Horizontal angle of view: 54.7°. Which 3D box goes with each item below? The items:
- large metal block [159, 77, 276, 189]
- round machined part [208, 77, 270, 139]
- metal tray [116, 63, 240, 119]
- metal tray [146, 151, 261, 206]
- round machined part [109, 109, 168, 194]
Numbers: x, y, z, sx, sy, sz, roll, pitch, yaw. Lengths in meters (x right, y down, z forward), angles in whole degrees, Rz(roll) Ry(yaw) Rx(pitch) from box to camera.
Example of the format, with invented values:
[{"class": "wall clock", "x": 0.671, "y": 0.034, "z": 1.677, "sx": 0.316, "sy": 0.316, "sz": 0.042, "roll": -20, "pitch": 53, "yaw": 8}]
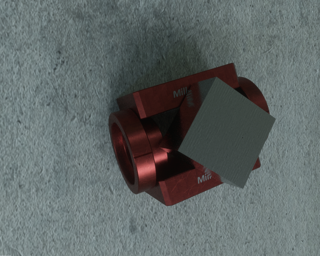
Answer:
[{"class": "large metal block", "x": 0.059, "y": 0.005, "z": 0.322, "sx": 0.080, "sy": 0.050, "sz": 0.080, "roll": 31, "pitch": 80, "yaw": -18}, {"class": "round machined part", "x": 0.095, "y": -0.015, "z": 0.407, "sx": 0.042, "sy": 0.098, "sz": 0.097, "roll": -17, "pitch": 96, "yaw": -20}, {"class": "metal tray", "x": 0.020, "y": -0.044, "z": 0.385, "sx": 0.131, "sy": 0.090, "sz": 0.030, "roll": -19, "pitch": 97, "yaw": -19}, {"class": "metal tray", "x": 0.047, "y": 0.051, "z": 0.393, "sx": 0.131, "sy": 0.090, "sz": 0.030, "roll": -19, "pitch": 97, "yaw": -19}, {"class": "round machined part", "x": -0.024, "y": 0.024, "z": 0.363, "sx": 0.042, "sy": 0.098, "sz": 0.097, "roll": -17, "pitch": 96, "yaw": -20}]
